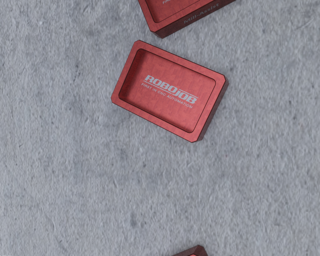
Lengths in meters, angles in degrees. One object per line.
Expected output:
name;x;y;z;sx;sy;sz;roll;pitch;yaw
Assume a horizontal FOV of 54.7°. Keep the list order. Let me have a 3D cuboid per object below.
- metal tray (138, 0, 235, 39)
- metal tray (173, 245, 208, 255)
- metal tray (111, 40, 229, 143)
metal tray;0.035;-0.185;0.393;0.130;0.030;0.090;-23;83;18
metal tray;0.041;0.228;0.391;0.090;0.030;0.130;-30;81;17
metal tray;0.011;-0.048;0.401;0.130;0.030;0.090;27;99;17
